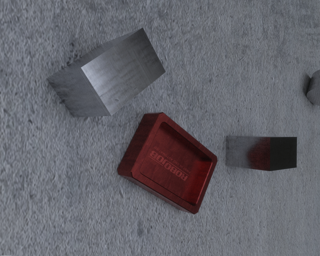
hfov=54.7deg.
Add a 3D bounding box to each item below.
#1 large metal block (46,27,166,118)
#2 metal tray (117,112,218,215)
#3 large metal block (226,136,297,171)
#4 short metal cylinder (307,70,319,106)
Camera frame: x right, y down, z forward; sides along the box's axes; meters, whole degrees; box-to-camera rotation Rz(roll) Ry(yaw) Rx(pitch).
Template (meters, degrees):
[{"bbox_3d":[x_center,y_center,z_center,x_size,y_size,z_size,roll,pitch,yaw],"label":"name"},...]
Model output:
[{"bbox_3d":[-0.056,-0.055,0.322,0.080,0.080,0.050,-44,117,-31],"label":"large metal block"},{"bbox_3d":[0.016,0.049,0.414,0.130,0.030,0.090,38,67,-34],"label":"metal tray"},{"bbox_3d":[0.166,0.038,0.508,0.081,0.080,0.050,1,90,-40],"label":"large metal block"},{"bbox_3d":[0.370,-0.087,0.679,0.080,0.080,0.050,35,68,-35],"label":"short metal cylinder"}]
